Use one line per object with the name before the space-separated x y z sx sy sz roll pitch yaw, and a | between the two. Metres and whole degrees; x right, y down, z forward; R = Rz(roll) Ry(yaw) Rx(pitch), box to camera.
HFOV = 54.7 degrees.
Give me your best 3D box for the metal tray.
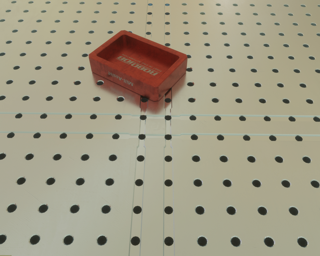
metal tray | -0.034 -0.102 0.489 0.130 0.030 0.090 27 55 20
